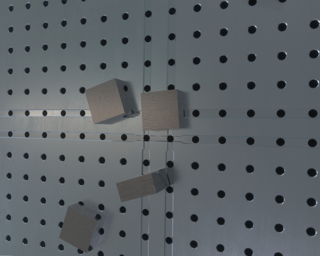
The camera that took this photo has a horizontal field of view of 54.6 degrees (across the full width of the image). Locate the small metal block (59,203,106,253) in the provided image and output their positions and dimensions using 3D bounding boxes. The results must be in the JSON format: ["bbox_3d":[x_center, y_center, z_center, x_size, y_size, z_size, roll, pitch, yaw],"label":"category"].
[{"bbox_3d":[-0.113,0.145,0.453,0.050,0.025,0.050,20,97,19],"label":"small metal block"}]

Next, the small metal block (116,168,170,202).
[{"bbox_3d":[-0.021,0.074,0.407,0.050,0.050,0.025,-18,84,19],"label":"small metal block"}]

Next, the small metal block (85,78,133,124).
[{"bbox_3d":[-0.073,-0.037,0.439,0.050,0.025,0.050,-18,84,19],"label":"small metal block"}]

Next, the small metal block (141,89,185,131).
[{"bbox_3d":[0.004,-0.023,0.412,0.050,0.025,0.050,-4,89,20],"label":"small metal block"}]
